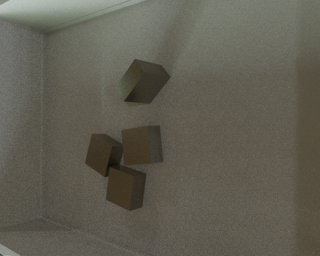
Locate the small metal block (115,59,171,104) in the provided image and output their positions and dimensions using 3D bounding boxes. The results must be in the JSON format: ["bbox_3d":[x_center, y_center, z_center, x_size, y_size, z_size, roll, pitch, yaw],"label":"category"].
[{"bbox_3d":[-0.022,-0.060,0.409,0.050,0.050,0.025,-50,61,28],"label":"small metal block"}]

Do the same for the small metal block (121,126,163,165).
[{"bbox_3d":[-0.025,0.025,0.428,0.050,0.025,0.050,-9,84,39],"label":"small metal block"}]

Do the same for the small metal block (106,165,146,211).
[{"bbox_3d":[-0.049,0.085,0.448,0.050,0.025,0.050,12,98,39],"label":"small metal block"}]

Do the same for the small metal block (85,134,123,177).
[{"bbox_3d":[-0.086,0.041,0.478,0.050,0.025,0.050,25,106,37],"label":"small metal block"}]
